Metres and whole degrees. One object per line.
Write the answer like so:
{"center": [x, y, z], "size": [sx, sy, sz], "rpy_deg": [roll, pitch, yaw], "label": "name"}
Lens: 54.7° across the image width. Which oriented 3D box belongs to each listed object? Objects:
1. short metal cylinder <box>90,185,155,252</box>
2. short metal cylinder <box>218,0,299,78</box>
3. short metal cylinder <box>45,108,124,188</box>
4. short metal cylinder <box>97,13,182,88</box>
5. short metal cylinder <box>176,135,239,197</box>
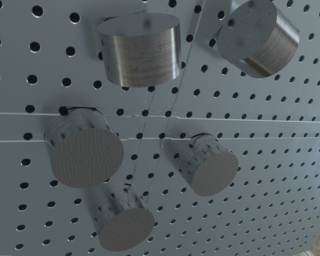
{"center": [-0.055, 0.130, 0.447], "size": [0.081, 0.050, 0.079], "rpy_deg": [-14, 124, -21], "label": "short metal cylinder"}
{"center": [0.118, -0.107, 0.376], "size": [0.050, 0.080, 0.080], "rpy_deg": [23, 106, -37], "label": "short metal cylinder"}
{"center": [-0.089, 0.023, 0.362], "size": [0.081, 0.050, 0.079], "rpy_deg": [-14, 125, -21], "label": "short metal cylinder"}
{"center": [-0.019, -0.082, 0.316], "size": [0.081, 0.080, 0.050], "rpy_deg": [-18, 126, -19], "label": "short metal cylinder"}
{"center": [0.071, 0.057, 0.471], "size": [0.081, 0.050, 0.079], "rpy_deg": [-14, 125, -21], "label": "short metal cylinder"}
